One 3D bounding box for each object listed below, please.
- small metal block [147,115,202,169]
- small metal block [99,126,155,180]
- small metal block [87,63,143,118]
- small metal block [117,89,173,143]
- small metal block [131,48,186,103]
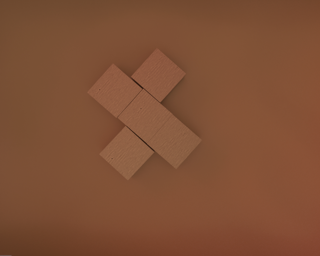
[{"bbox_3d":[0.019,0.018,0.409,0.050,0.025,0.050,41,90,0],"label":"small metal block"},{"bbox_3d":[-0.042,0.032,0.409,0.050,0.025,0.050,43,91,0],"label":"small metal block"},{"bbox_3d":[-0.058,-0.048,0.409,0.050,0.025,0.050,41,90,0],"label":"small metal block"},{"bbox_3d":[-0.019,-0.015,0.408,0.050,0.025,0.050,41,90,0],"label":"small metal block"},{"bbox_3d":[-0.002,-0.067,0.409,0.050,0.025,0.050,42,89,0],"label":"small metal block"}]
